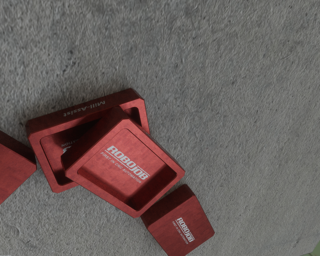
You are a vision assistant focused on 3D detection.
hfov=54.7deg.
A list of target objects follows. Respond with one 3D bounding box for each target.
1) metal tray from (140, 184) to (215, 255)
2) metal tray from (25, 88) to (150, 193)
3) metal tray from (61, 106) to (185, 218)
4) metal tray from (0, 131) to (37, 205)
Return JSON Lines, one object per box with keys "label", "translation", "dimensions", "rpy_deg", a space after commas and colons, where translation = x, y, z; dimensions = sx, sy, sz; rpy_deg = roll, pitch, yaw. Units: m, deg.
{"label": "metal tray", "translation": [0.034, 0.164, 0.523], "dimensions": [0.090, 0.030, 0.130], "rpy_deg": [-33, 129, -7]}
{"label": "metal tray", "translation": [-0.078, 0.015, 0.369], "dimensions": [0.131, 0.030, 0.089], "rpy_deg": [-20, 126, -17]}
{"label": "metal tray", "translation": [-0.039, 0.046, 0.371], "dimensions": [0.090, 0.030, 0.130], "rpy_deg": [-43, 130, 1]}
{"label": "metal tray", "translation": [-0.209, 0.056, 0.324], "dimensions": [0.130, 0.030, 0.090], "rpy_deg": [-44, 129, 2]}
